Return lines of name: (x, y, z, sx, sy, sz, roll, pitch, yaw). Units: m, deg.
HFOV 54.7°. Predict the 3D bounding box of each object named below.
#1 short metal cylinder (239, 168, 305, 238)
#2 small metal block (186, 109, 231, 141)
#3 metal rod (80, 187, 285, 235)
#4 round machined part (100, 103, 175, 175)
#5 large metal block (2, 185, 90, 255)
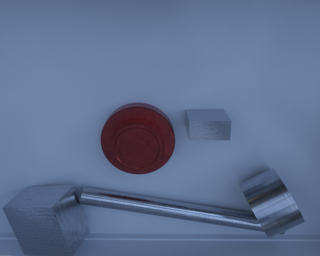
short metal cylinder: (0.150, 0.101, 0.421, 0.050, 0.080, 0.080, -29, 108, 10)
small metal block: (0.060, -0.005, 0.397, 0.050, 0.050, 0.025, -1, 110, 0)
metal rod: (0.037, 0.123, 0.457, 0.302, 0.025, 0.025, 10, 110, -4)
round machined part: (-0.029, 0.019, 0.409, 0.099, 0.042, 0.097, 0, 110, -1)
large metal block: (-0.156, 0.129, 0.432, 0.080, 0.050, 0.079, -6, 111, 19)
